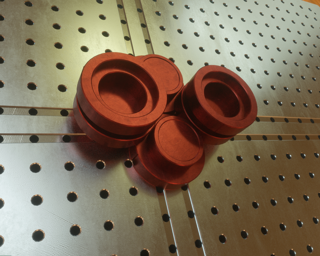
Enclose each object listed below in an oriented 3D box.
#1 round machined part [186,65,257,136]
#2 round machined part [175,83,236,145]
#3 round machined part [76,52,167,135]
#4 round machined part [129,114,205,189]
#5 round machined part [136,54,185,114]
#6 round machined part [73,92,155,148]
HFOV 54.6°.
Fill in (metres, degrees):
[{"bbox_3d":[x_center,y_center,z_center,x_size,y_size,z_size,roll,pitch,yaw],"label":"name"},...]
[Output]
[{"bbox_3d":[0.078,-0.033,0.417,0.099,0.042,0.098,13,56,-21],"label":"round machined part"},{"bbox_3d":[0.064,-0.019,0.442,0.099,0.042,0.098,13,56,-21],"label":"round machined part"},{"bbox_3d":[-0.045,-0.035,0.352,0.099,0.042,0.098,13,56,-21],"label":"round machined part"},{"bbox_3d":[0.015,0.024,0.389,0.099,0.042,0.098,13,56,-21],"label":"round machined part"},{"bbox_3d":[-0.007,-0.063,0.431,0.099,0.042,0.098,13,56,-21],"label":"round machined part"},{"bbox_3d":[-0.056,-0.019,0.378,0.099,0.042,0.098,13,56,-21],"label":"round machined part"}]
